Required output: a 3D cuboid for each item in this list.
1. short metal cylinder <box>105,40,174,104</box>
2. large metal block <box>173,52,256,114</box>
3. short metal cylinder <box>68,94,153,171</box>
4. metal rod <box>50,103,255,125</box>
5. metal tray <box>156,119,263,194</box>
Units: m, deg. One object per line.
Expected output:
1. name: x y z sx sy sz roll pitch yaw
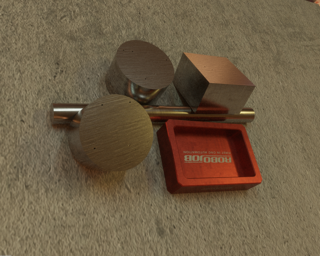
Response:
1. short metal cylinder: -0.028 -0.071 0.417 0.081 0.050 0.080 14 56 -21
2. large metal block: 0.076 -0.065 0.454 0.081 0.050 0.080 -1 41 -29
3. short metal cylinder: -0.055 0.007 0.339 0.081 0.050 0.080 5 80 -28
4. metal rod: 0.010 -0.018 0.423 0.303 0.025 0.025 -1 62 -29
5. metal tray: 0.066 0.037 0.414 0.131 0.030 0.090 3 60 -27
